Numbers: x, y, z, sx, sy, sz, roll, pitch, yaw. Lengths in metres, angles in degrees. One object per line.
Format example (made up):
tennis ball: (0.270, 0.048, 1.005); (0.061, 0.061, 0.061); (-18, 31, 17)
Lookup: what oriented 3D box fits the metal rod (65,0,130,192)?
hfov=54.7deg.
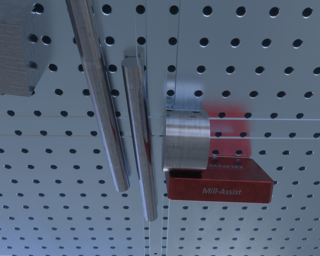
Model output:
metal rod: (-0.070, -0.022, 0.391); (0.025, 0.025, 0.298); (-3, 130, 2)

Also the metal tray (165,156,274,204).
metal tray: (0.075, 0.067, 0.424); (0.131, 0.090, 0.030); (3, 104, -3)

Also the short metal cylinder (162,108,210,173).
short metal cylinder: (0.030, 0.016, 0.389); (0.050, 0.080, 0.079); (3, 130, -3)

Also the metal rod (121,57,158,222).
metal rod: (-0.024, 0.039, 0.444); (0.025, 0.025, 0.298); (-2, 130, 2)

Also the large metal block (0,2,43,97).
large metal block: (-0.174, -0.084, 0.322); (0.081, 0.050, 0.079); (6, 130, -6)
